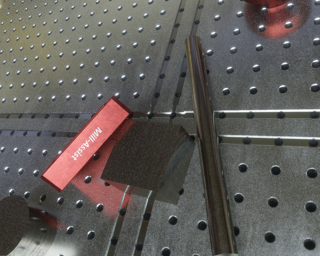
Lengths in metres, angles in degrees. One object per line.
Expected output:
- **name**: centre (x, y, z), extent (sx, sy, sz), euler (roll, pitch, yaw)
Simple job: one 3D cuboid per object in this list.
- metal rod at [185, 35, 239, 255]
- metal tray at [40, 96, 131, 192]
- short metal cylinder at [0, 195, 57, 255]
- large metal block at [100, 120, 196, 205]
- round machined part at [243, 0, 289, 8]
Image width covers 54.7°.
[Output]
- **metal rod**: centre (0.056, -0.002, 0.380), extent (0.025, 0.025, 0.299), euler (-16, 55, 19)
- **metal tray**: centre (-0.097, 0.017, 0.413), extent (0.130, 0.030, 0.090), euler (-49, 12, -7)
- **short metal cylinder**: centre (-0.185, 0.134, 0.407), extent (0.080, 0.050, 0.080), euler (-13, 56, 21)
- **large metal block**: centre (-0.012, 0.039, 0.375), extent (0.080, 0.050, 0.080), euler (6, 65, 31)
- **round machined part**: centre (0.160, -0.212, 0.444), extent (0.098, 0.042, 0.098), euler (-13, 56, 21)
